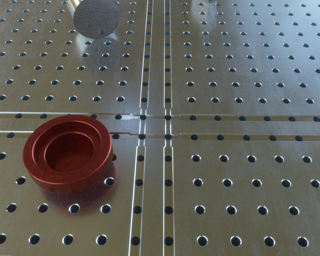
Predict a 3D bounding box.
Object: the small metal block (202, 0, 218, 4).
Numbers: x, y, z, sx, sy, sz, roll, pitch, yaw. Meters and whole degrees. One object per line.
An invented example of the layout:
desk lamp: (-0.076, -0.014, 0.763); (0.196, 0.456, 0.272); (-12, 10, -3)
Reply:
small metal block: (0.096, -0.294, 0.640); (0.025, 0.050, 0.050); (-30, 57, -23)

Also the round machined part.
round machined part: (-0.105, 0.034, 0.367); (0.099, 0.042, 0.098); (0, 50, 0)

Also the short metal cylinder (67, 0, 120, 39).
short metal cylinder: (-0.117, -0.205, 0.543); (0.081, 0.080, 0.050); (-18, 53, -15)
